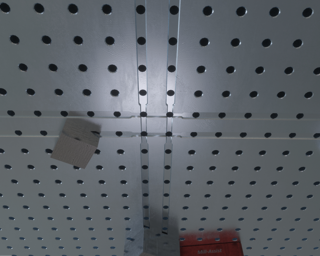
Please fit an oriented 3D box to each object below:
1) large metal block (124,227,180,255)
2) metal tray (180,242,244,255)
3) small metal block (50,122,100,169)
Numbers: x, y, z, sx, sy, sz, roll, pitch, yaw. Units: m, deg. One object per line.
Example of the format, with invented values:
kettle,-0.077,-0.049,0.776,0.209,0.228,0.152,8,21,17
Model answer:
large metal block,-0.017,0.246,0.604,0.080,0.050,0.080,25,126,-20
metal tray,0.106,0.280,0.647,0.131,0.030,0.090,-7,130,5
small metal block,-0.118,0.025,0.432,0.050,0.025,0.050,23,126,-19
